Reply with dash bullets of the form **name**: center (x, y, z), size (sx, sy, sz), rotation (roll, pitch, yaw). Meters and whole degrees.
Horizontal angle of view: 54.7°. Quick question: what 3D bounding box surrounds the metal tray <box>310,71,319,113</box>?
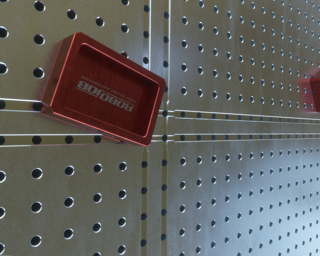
- **metal tray**: center (0.420, -0.103, 0.763), size (0.131, 0.030, 0.090), rotation (-34, 111, -35)

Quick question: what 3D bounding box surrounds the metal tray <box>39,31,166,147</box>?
- **metal tray**: center (-0.058, -0.039, 0.358), size (0.131, 0.030, 0.090), rotation (23, 75, -38)
